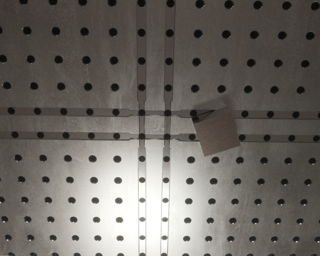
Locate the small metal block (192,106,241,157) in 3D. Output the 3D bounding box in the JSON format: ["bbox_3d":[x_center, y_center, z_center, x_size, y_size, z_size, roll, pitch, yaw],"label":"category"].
[{"bbox_3d":[0.075,0.005,0.416,0.050,0.025,0.050,-18,109,6],"label":"small metal block"}]
